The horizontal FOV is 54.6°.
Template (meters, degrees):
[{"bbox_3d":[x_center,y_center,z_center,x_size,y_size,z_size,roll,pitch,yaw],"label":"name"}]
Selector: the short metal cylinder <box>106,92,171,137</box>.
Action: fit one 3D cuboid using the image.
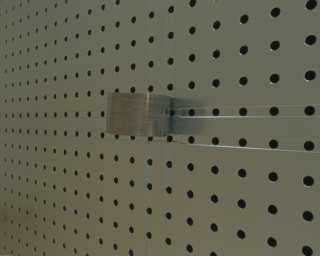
[{"bbox_3d":[-0.027,-0.017,0.397,0.080,0.081,0.050,5,94,40],"label":"short metal cylinder"}]
